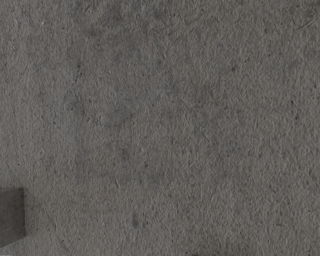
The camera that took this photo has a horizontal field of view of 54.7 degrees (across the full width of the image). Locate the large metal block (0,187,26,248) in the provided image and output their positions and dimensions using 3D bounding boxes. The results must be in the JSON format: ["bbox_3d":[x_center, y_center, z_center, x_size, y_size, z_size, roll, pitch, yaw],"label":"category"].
[{"bbox_3d":[-0.265,0.138,0.489,0.080,0.050,0.080,-4,89,20],"label":"large metal block"}]

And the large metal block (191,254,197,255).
[{"bbox_3d":[0.062,0.214,0.374,0.080,0.050,0.080,15,95,19],"label":"large metal block"}]
